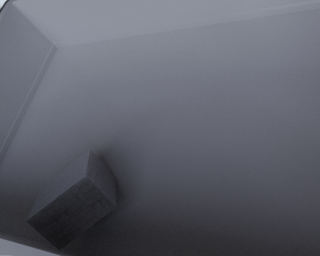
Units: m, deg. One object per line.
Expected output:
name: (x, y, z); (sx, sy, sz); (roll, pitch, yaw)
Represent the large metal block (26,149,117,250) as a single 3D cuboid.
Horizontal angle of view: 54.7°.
large metal block: (-0.101, 0.081, 0.370); (0.080, 0.050, 0.080); (-38, 19, 3)
